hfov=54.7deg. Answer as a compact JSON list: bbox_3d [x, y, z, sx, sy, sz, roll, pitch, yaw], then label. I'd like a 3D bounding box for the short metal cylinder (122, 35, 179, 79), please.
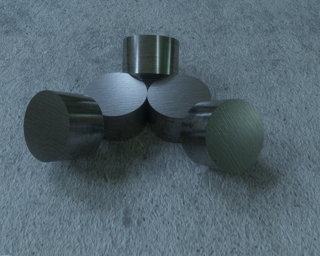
[{"bbox_3d":[-0.013,-0.098,0.444,0.080,0.080,0.050,1,93,1],"label":"short metal cylinder"}]

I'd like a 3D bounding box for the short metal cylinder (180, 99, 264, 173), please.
[{"bbox_3d":[0.071,0.007,0.355,0.081,0.080,0.050,-30,15,-23],"label":"short metal cylinder"}]

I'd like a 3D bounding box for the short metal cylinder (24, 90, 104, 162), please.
[{"bbox_3d":[-0.112,-0.002,0.362,0.080,0.080,0.050,39,20,28],"label":"short metal cylinder"}]

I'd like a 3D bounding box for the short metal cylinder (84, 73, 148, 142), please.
[{"bbox_3d":[-0.056,-0.029,0.412,0.080,0.050,0.080,0,50,0],"label":"short metal cylinder"}]

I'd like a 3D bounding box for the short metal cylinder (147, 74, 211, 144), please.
[{"bbox_3d":[0.024,-0.026,0.410,0.080,0.050,0.080,0,50,0],"label":"short metal cylinder"}]
